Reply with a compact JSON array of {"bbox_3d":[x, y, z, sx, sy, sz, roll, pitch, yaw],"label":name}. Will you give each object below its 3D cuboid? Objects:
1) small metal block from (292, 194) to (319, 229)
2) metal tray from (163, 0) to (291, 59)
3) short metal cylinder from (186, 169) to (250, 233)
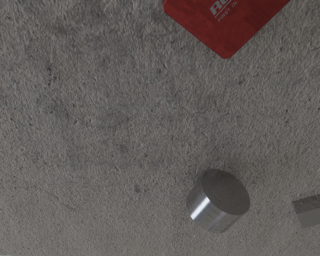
[{"bbox_3d":[0.262,0.143,0.532,0.050,0.025,0.050,-22,127,17],"label":"small metal block"},{"bbox_3d":[0.075,-0.139,0.287,0.090,0.030,0.129,31,123,-24],"label":"metal tray"},{"bbox_3d":[0.086,0.109,0.465,0.081,0.080,0.050,18,128,-15],"label":"short metal cylinder"}]
